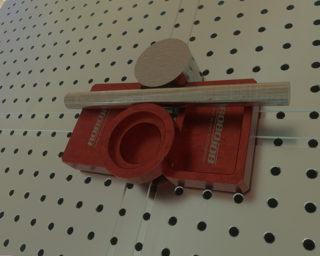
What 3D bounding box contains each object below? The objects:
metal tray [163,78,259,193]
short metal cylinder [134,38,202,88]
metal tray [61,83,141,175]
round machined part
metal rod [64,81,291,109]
[{"bbox_3d":[0.063,0.005,0.363,0.090,0.030,0.130,1,62,28],"label":"metal tray"},{"bbox_3d":[0.012,-0.076,0.427,0.080,0.050,0.080,-13,56,21],"label":"short metal cylinder"},{"bbox_3d":[-0.075,-0.002,0.439,0.090,0.030,0.130,3,63,29],"label":"metal tray"},{"bbox_3d":[-0.020,0.022,0.378,0.098,0.042,0.098,-13,56,21],"label":"round machined part"},{"bbox_3d":[0.000,-0.038,0.387,0.300,0.025,0.025,1,62,28],"label":"metal rod"}]
